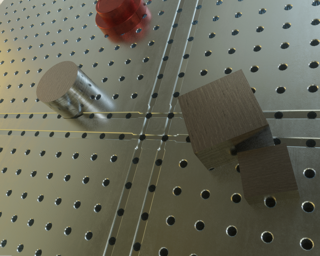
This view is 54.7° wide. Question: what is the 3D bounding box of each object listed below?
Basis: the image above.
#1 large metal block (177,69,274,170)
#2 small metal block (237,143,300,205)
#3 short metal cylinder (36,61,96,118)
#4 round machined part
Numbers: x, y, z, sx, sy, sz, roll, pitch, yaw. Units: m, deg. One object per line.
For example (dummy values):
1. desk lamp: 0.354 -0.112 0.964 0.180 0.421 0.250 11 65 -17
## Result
1. large metal block: 0.075 -0.009 0.358 0.080 0.050 0.080 -23 53 14
2. small metal block: 0.111 0.048 0.320 0.050 0.025 0.050 -14 56 20
3. short metal cylinder: -0.153 -0.063 0.509 0.080 0.050 0.080 -13 56 20
4. round machined part: -0.079 -0.221 0.572 0.098 0.042 0.098 -13 56 20
